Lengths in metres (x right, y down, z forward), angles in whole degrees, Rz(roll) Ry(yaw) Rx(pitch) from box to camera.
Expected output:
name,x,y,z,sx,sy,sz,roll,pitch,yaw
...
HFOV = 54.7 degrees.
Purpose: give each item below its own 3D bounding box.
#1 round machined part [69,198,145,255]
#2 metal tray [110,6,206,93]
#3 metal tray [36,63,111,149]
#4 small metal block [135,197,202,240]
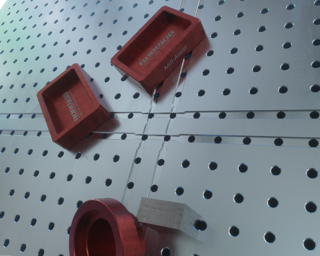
name,x,y,z,sx,sy,sz,roll,pitch,yaw
round machined part,-0.054,0.125,0.333,0.098,0.042,0.097,-8,79,44
metal tray,-0.004,-0.126,0.484,0.130,0.030,0.090,-47,51,-5
metal tray,-0.144,-0.039,0.504,0.090,0.030,0.130,-37,51,3
small metal block,0.010,0.096,0.328,0.050,0.050,0.025,1,63,29
